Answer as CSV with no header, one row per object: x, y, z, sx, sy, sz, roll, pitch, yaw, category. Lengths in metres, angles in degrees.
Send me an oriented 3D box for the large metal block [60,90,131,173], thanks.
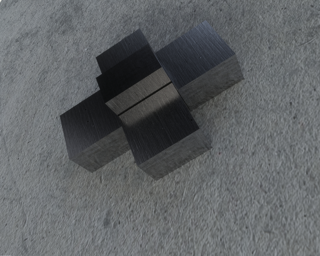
-0.084,0.002,0.430,0.080,0.050,0.080,-32,52,7,large metal block

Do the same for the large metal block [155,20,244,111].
0.051,-0.083,0.411,0.080,0.050,0.080,-32,52,7,large metal block

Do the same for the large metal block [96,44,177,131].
-0.024,-0.049,0.411,0.080,0.080,0.050,-32,52,7,large metal block

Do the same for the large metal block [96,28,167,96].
-0.040,-0.088,0.462,0.080,0.050,0.080,-32,52,7,large metal block

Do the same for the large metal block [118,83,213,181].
0.005,0.005,0.381,0.080,0.050,0.080,-32,52,7,large metal block
